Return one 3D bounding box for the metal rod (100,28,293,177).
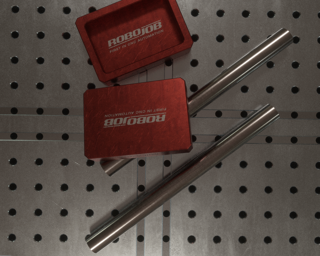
[{"bbox_3d":[0.049,-0.034,0.414,0.301,0.025,0.025,-36,90,-1],"label":"metal rod"}]

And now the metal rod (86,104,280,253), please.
[{"bbox_3d":[0.031,0.067,0.413,0.301,0.025,0.025,-36,90,-1],"label":"metal rod"}]

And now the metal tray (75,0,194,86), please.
[{"bbox_3d":[-0.033,-0.122,0.410,0.131,0.030,0.090,-22,90,-1],"label":"metal tray"}]

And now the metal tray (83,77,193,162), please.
[{"bbox_3d":[-0.028,-0.009,0.391,0.131,0.030,0.090,-6,76,8],"label":"metal tray"}]
